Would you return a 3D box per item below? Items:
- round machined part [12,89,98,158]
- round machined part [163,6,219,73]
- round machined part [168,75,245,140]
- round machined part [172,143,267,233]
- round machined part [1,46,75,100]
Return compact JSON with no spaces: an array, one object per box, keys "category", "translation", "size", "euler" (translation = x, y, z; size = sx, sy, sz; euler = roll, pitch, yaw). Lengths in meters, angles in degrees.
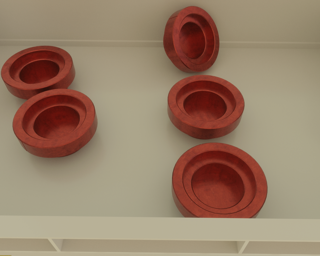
[{"category":"round machined part","translation":[-0.129,-0.002,0.394],"size":[0.099,0.042,0.098],"euler":[0,50,0]},{"category":"round machined part","translation":[0.044,-0.135,0.484],"size":[0.098,0.098,0.042],"euler":[-42,26,-29]},{"category":"round machined part","translation":[0.059,-0.023,0.414],"size":[0.099,0.042,0.098],"euler":[0,50,0]},{"category":"round machined part","translation":[0.062,0.067,0.338],"size":[0.099,0.042,0.098],"euler":[0,50,0]},{"category":"round machined part","translation":[-0.174,-0.075,0.456],"size":[0.099,0.042,0.098],"euler":[0,50,0]}]
